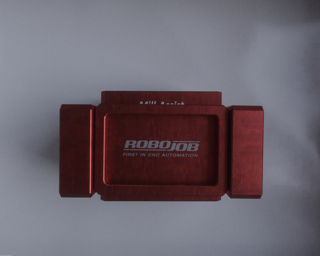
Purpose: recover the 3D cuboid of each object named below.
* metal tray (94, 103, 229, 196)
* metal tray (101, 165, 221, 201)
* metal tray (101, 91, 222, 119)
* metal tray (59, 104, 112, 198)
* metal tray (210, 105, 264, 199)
[{"bbox_3d":[0.001,0.021,0.317,0.131,0.030,0.089,1,90,0],"label":"metal tray"},{"bbox_3d":[0.001,0.064,0.376,0.131,0.090,0.030,0,90,0],"label":"metal tray"},{"bbox_3d":[0.002,-0.025,0.376,0.131,0.090,0.030,0,91,0],"label":"metal tray"},{"bbox_3d":[-0.080,0.021,0.357,0.030,0.130,0.089,1,91,0],"label":"metal tray"},{"bbox_3d":[0.083,0.022,0.357,0.030,0.130,0.089,1,91,0],"label":"metal tray"}]
